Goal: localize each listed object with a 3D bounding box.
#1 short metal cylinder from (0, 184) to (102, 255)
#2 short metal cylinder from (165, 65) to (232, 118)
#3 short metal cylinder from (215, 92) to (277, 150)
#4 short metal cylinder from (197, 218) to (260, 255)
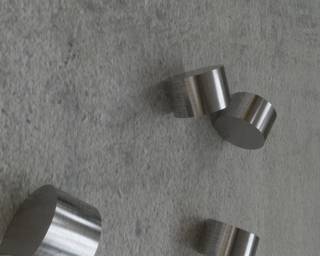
[{"bbox_3d":[-0.101,0.100,0.286,0.050,0.080,0.080,40,66,-33],"label":"short metal cylinder"},{"bbox_3d":[0.051,-0.050,0.414,0.081,0.080,0.050,-26,107,-37],"label":"short metal cylinder"},{"bbox_3d":[0.133,-0.010,0.483,0.080,0.080,0.050,49,61,-30],"label":"short metal cylinder"},{"bbox_3d":[0.100,0.172,0.456,0.080,0.080,0.050,35,69,-35],"label":"short metal cylinder"}]
